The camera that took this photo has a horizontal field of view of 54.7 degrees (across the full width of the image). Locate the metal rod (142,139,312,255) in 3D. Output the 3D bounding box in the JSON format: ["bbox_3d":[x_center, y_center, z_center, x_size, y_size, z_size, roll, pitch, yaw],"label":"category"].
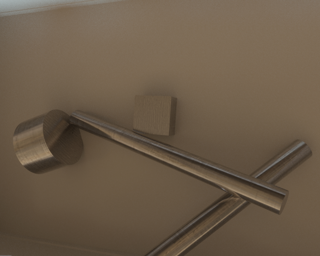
[{"bbox_3d":[0.041,0.106,0.327,0.301,0.025,0.025,-34,78,-11],"label":"metal rod"}]

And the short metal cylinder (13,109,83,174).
[{"bbox_3d":[-0.154,0.020,0.434,0.050,0.080,0.080,-19,84,19],"label":"short metal cylinder"}]

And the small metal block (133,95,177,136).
[{"bbox_3d":[-0.007,-0.017,0.412,0.050,0.025,0.050,4,91,19],"label":"small metal block"}]

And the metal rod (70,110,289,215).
[{"bbox_3d":[-0.002,0.028,0.374,0.300,0.025,0.025,20,97,32],"label":"metal rod"}]
